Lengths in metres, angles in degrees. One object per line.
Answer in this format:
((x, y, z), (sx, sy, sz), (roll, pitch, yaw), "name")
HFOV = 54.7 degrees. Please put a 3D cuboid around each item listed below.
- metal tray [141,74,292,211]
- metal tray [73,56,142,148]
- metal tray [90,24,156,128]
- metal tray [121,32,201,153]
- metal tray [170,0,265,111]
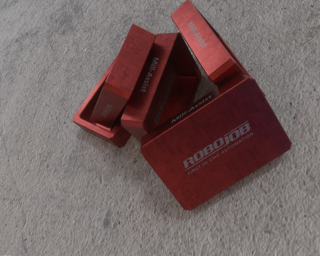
((0.057, 0.016, 0.323), (0.130, 0.090, 0.030), (-34, 17, 6), "metal tray")
((-0.059, -0.044, 0.458), (0.090, 0.030, 0.130), (22, 73, 35), "metal tray")
((-0.051, -0.060, 0.394), (0.130, 0.030, 0.090), (-39, 29, 66), "metal tray")
((0.008, -0.040, 0.383), (0.030, 0.090, 0.130), (7, 65, 31), "metal tray")
((0.069, -0.090, 0.379), (0.030, 0.090, 0.130), (-39, 50, 20), "metal tray")
